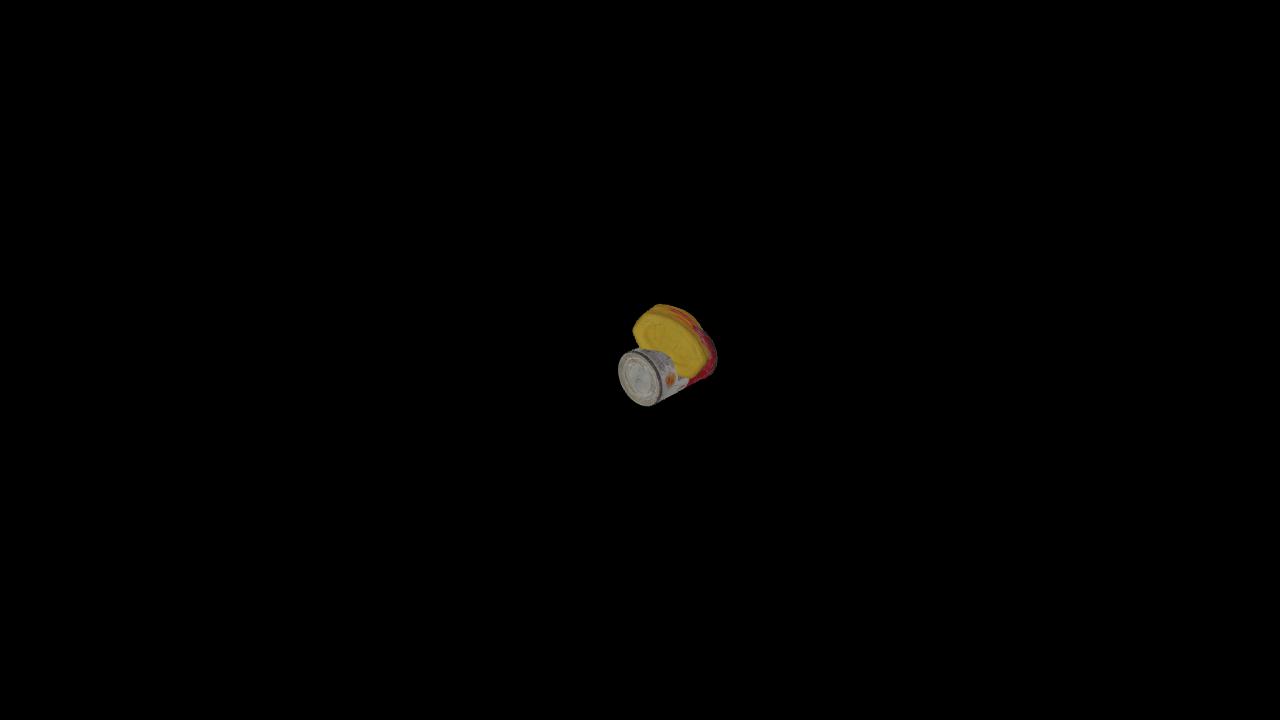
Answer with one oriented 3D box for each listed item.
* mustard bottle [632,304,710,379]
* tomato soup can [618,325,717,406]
[{"bbox_3d":[0.044,-0.032,0.758,0.092,0.054,0.184,33,13,1],"label":"mustard bottle"},{"bbox_3d":[0.033,0.006,0.711,0.101,0.068,0.068,-25,17,-40],"label":"tomato soup can"}]
